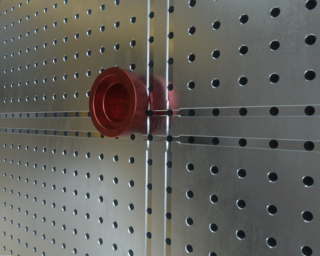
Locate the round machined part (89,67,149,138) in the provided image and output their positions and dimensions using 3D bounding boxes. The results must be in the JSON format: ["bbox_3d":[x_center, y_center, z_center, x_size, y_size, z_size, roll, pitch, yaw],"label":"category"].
[{"bbox_3d":[-0.055,-0.036,0.445,0.098,0.042,0.097,0,90,40],"label":"round machined part"}]
